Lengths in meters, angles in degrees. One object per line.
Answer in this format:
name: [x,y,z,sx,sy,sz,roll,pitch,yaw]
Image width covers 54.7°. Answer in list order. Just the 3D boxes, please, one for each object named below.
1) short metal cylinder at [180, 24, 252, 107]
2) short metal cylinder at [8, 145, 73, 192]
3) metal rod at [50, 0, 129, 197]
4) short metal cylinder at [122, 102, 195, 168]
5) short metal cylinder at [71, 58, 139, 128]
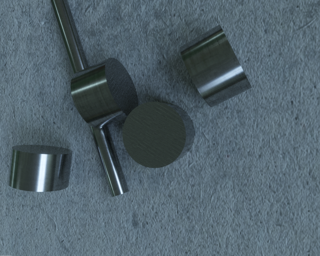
short metal cylinder: [0.065,-0.070,0.357,0.050,0.080,0.080,-27,81,18]
short metal cylinder: [-0.168,0.055,0.439,0.080,0.080,0.050,8,93,20]
metal rod: [-0.103,-0.049,0.445,0.025,0.025,0.299,-21,83,19]
short metal cylinder: [0.000,0.008,0.394,0.080,0.050,0.079,0,92,18]
short metal cylinder: [-0.070,-0.045,0.404,0.050,0.080,0.080,-19,84,19]
